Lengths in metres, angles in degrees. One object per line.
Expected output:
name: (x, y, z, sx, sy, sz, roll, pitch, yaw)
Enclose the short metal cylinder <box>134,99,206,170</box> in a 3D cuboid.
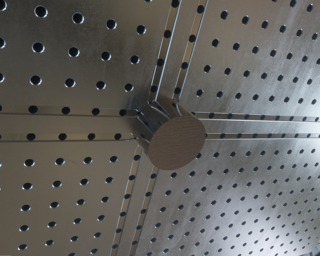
short metal cylinder: (0.012, 0.008, 0.406, 0.081, 0.050, 0.080, -14, 124, -21)
